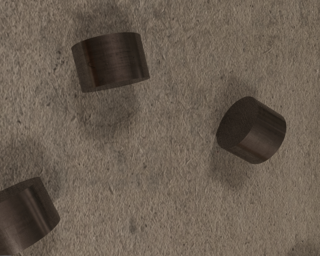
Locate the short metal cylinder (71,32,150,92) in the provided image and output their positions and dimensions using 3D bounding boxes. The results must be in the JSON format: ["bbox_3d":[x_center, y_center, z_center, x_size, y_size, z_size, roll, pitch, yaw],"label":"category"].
[{"bbox_3d":[-0.056,-0.074,0.360,0.081,0.080,0.050,-14,95,-20],"label":"short metal cylinder"}]

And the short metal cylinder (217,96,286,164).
[{"bbox_3d":[0.124,0.003,0.427,0.050,0.080,0.080,28,81,-18],"label":"short metal cylinder"}]

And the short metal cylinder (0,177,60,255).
[{"bbox_3d":[-0.154,0.093,0.323,0.081,0.080,0.050,-26,99,-18],"label":"short metal cylinder"}]
